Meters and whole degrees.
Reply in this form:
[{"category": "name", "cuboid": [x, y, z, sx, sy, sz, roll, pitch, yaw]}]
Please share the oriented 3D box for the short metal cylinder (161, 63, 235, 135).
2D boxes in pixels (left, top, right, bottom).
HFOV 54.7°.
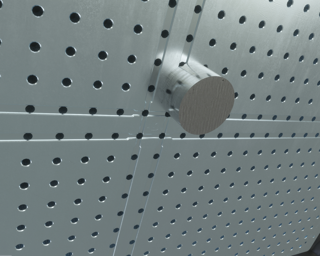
[{"category": "short metal cylinder", "cuboid": [0.048, -0.038, 0.400, 0.081, 0.050, 0.079, -14, 125, -21]}]
